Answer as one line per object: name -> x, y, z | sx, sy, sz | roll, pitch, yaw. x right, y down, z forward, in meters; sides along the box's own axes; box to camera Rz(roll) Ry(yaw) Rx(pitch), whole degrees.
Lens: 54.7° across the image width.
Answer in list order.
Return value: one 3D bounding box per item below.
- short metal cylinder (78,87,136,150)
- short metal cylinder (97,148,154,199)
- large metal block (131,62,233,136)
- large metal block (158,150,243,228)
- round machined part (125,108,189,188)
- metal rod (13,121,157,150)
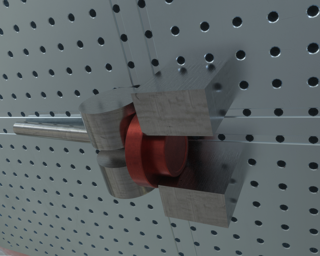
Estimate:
short metal cylinder -> -0.057, -0.014, 0.397 | 0.080, 0.080, 0.050 | 1, 119, 28
short metal cylinder -> -0.041, 0.052, 0.429 | 0.080, 0.080, 0.050 | 2, 120, 27
large metal block -> 0.028, -0.033, 0.342 | 0.080, 0.080, 0.050 | 0, 118, 28
large metal block -> 0.055, 0.072, 0.392 | 0.080, 0.080, 0.050 | 3, 120, 27
round machined part -> 0.002, 0.024, 0.377 | 0.042, 0.098, 0.097 | 1, 119, 28
metal rod -> -0.115, 0.010, 0.463 | 0.300, 0.025, 0.025 | 4, 121, 30
